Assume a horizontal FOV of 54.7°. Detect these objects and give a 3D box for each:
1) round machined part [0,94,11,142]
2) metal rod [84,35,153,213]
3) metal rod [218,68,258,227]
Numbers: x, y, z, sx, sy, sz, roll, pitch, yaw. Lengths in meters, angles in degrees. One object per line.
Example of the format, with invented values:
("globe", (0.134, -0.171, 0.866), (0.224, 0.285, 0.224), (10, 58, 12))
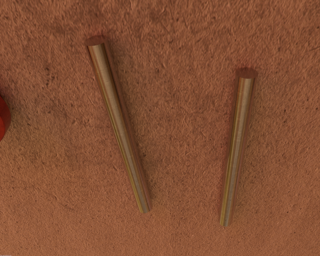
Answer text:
("round machined part", (-0.231, -0.023, 0.373), (0.099, 0.042, 0.097), (-1, 130, 0))
("metal rod", (-0.046, 0.020, 0.423), (0.025, 0.025, 0.298), (-7, 130, 5))
("metal rod", (0.108, 0.050, 0.451), (0.025, 0.025, 0.298), (-3, 130, 2))
